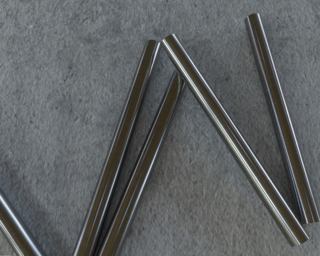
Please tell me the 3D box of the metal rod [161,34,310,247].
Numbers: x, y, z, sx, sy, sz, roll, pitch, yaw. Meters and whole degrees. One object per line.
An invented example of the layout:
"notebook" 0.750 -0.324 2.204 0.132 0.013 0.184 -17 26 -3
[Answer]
"metal rod" 0.088 0.006 0.391 0.025 0.025 0.299 -29 79 -10

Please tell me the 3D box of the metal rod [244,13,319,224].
"metal rod" 0.160 -0.026 0.419 0.025 0.025 0.299 -7 70 -3

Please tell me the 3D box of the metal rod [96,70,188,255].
"metal rod" -0.023 0.057 0.387 0.025 0.025 0.300 20 71 7

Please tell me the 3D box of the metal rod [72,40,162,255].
"metal rod" -0.049 0.014 0.402 0.025 0.025 0.299 15 70 5

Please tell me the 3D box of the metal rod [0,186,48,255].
"metal rod" -0.201 0.085 0.374 0.025 0.025 0.300 -39 75 -13
